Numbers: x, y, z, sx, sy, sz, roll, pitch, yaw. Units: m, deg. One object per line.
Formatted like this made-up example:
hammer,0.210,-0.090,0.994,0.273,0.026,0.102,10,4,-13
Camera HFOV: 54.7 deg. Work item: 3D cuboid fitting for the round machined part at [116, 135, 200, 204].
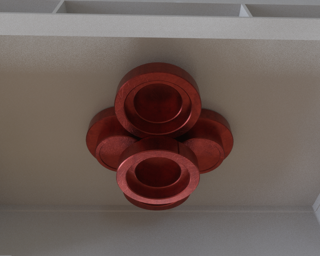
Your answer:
round machined part,-0.002,0.047,0.380,0.099,0.042,0.097,-1,130,0

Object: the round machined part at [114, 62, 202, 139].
round machined part,-0.002,-0.034,0.366,0.099,0.042,0.097,-1,130,0

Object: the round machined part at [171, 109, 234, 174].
round machined part,0.050,0.025,0.417,0.099,0.042,0.097,-1,130,0

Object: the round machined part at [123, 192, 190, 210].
round machined part,-0.004,0.077,0.461,0.099,0.042,0.097,-1,130,0

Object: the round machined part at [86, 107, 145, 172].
round machined part,-0.050,0.022,0.414,0.099,0.042,0.097,-1,130,0
